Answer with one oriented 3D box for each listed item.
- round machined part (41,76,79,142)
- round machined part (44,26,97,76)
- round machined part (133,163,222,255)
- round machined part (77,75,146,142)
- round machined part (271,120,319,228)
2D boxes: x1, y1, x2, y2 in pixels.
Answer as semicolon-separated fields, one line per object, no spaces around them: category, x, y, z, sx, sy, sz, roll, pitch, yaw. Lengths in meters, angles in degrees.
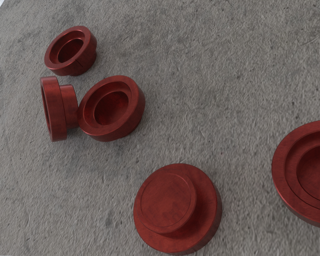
round machined part;-0.150;-0.030;0.467;0.042;0.097;0.098;-11;48;-23
round machined part;-0.154;-0.132;0.555;0.098;0.042;0.098;-13;56;21
round machined part;0.014;0.083;0.335;0.098;0.042;0.098;-13;56;21
round machined part;-0.064;-0.024;0.441;0.098;0.042;0.098;-13;57;20
round machined part;0.157;0.044;0.283;0.098;0.042;0.098;-13;56;21
